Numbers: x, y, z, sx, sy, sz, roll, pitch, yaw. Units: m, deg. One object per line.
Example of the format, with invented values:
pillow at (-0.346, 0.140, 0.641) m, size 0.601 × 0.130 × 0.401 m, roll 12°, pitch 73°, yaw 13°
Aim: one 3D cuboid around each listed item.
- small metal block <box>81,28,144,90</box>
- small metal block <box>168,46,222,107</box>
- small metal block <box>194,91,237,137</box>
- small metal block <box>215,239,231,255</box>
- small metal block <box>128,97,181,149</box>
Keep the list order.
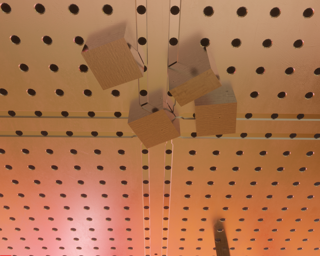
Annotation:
small metal block at (-0.051, -0.076, 0.346) m, size 0.050 × 0.025 × 0.050 m, roll -17°, pitch 128°, yaw 13°
small metal block at (0.037, -0.058, 0.346) m, size 0.050 × 0.050 × 0.025 m, roll -27°, pitch 125°, yaw 21°
small metal block at (0.070, -0.018, 0.397) m, size 0.050 × 0.025 × 0.050 m, roll -5°, pitch 130°, yaw 4°
small metal block at (0.128, 0.258, 0.616) m, size 0.025 × 0.050 × 0.050 m, roll -12°, pitch 129°, yaw 10°
small metal block at (-0.007, -0.006, 0.407) m, size 0.050 × 0.025 × 0.050 m, roll -22°, pitch 127°, yaw 17°
